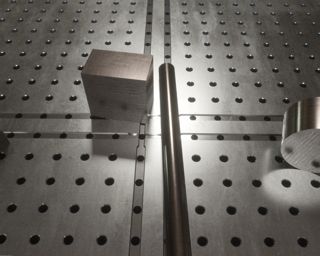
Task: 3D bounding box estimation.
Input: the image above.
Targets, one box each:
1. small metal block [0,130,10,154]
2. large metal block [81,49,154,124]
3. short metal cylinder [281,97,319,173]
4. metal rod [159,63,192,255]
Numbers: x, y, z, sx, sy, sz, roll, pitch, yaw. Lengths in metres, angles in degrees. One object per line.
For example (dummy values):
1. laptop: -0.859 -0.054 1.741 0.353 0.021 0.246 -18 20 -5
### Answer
1. small metal block: -0.228 0.023 0.385 0.050 0.025 0.050 15 52 12
2. large metal block: -0.053 -0.055 0.417 0.080 0.080 0.050 7 51 5
3. short metal cylinder: 0.188 0.010 0.366 0.080 0.080 0.050 14 52 11
4. metal rod: 0.015 0.023 0.388 0.025 0.025 0.300 -1 50 -1
